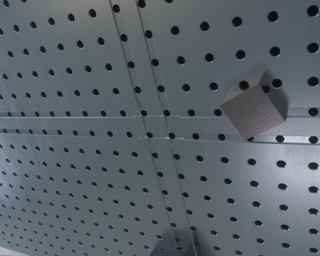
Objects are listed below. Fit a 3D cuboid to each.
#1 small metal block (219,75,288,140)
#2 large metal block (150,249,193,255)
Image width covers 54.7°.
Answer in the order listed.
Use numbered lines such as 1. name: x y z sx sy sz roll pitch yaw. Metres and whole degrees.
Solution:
1. small metal block: 0.104 -0.021 0.343 0.050 0.025 0.050 -31 101 38
2. large metal block: 0.027 0.262 0.543 0.080 0.050 0.080 -20 108 35
